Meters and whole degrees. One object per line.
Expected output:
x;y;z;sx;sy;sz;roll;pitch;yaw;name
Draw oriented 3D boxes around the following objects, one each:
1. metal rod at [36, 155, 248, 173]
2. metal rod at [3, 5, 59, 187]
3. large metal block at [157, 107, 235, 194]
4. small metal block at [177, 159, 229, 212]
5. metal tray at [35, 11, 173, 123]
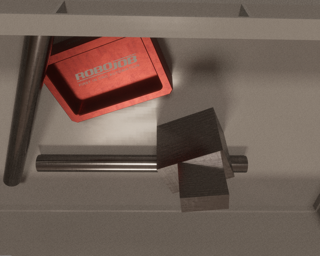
-0.025;0.052;0.453;0.302;0.025;0.025;0;130;-1;metal rod
-0.163;-0.010;0.370;0.025;0.025;0.298;19;136;-16;metal rod
0.043;0.028;0.398;0.080;0.080;0.050;-18;128;14;large metal block
0.047;0.063;0.342;0.050;0.050;0.025;-5;130;4;small metal block
-0.061;-0.064;0.350;0.130;0.030;0.090;-16;129;13;metal tray
